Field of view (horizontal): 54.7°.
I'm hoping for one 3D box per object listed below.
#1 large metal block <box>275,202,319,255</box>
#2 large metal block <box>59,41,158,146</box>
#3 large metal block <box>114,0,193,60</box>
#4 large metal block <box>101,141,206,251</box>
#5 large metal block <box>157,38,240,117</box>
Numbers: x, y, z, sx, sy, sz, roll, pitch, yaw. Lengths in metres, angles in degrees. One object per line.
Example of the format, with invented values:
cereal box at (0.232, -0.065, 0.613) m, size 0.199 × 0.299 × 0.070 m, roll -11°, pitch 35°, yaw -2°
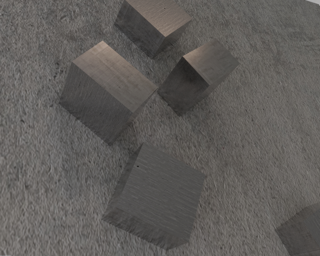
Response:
large metal block at (0.216, 0.150, 0.412) m, size 0.081 × 0.050 × 0.080 m, roll -17°, pitch 71°, yaw -35°
large metal block at (-0.062, -0.037, 0.358) m, size 0.080 × 0.080 × 0.050 m, roll 40°, pitch 51°, yaw -1°
large metal block at (-0.010, -0.166, 0.484) m, size 0.080 × 0.050 × 0.080 m, roll 43°, pitch 51°, yaw 1°
large metal block at (-0.005, 0.075, 0.339) m, size 0.080 × 0.050 × 0.080 m, roll 29°, pitch 52°, yaw -10°
large metal block at (0.053, -0.071, 0.441) m, size 0.050 × 0.080 × 0.080 m, roll 49°, pitch 51°, yaw 6°
